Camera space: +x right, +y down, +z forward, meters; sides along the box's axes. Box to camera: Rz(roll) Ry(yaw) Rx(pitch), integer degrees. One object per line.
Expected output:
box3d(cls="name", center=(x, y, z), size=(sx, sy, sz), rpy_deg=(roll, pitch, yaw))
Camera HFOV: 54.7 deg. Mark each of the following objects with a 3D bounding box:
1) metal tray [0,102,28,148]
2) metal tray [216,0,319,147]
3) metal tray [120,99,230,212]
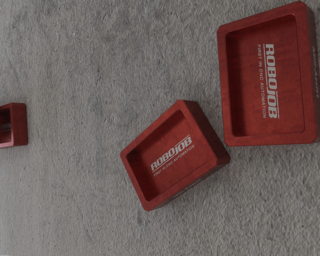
box3d(cls="metal tray", center=(-0.339, -0.002, 0.681), size=(0.130, 0.030, 0.089), rpy_deg=(-8, 85, 39))
box3d(cls="metal tray", center=(0.108, -0.048, 0.312), size=(0.090, 0.030, 0.129), rpy_deg=(-6, 86, 39))
box3d(cls="metal tray", center=(0.013, 0.036, 0.391), size=(0.129, 0.030, 0.090), rpy_deg=(-41, 65, 32))
